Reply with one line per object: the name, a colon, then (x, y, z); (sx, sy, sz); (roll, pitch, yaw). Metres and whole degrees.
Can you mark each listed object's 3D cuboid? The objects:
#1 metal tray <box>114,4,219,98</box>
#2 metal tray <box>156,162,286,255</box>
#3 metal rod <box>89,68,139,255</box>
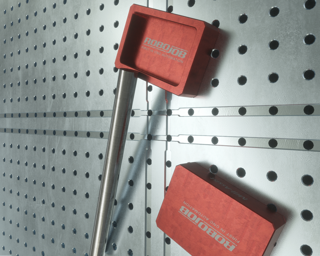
metal tray: (0.002, -0.103, 0.403); (0.130, 0.030, 0.089); (29, 108, 36)
metal tray: (0.062, 0.108, 0.355); (0.130, 0.030, 0.089); (30, 109, 36)
metal rod: (-0.070, 0.064, 0.447); (0.025, 0.025, 0.298); (26, 113, 37)
